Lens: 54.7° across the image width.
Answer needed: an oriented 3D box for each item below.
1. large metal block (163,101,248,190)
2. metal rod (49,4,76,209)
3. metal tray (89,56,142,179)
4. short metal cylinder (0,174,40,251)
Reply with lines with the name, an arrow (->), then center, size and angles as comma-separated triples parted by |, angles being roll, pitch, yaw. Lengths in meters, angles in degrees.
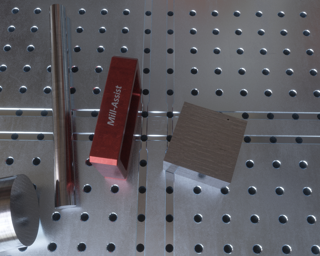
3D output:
large metal block -> 0.055, 0.023, 0.390 | 0.080, 0.050, 0.080 | 18, 71, 6
metal rod -> -0.136, -0.043, 0.426 | 0.025, 0.025, 0.299 | -8, 70, -3
metal tray -> -0.049, -0.010, 0.380 | 0.030, 0.090, 0.130 | 8, 70, 3
short metal cylinder -> -0.175, 0.096, 0.346 | 0.050, 0.080, 0.080 | -10, 71, -4
